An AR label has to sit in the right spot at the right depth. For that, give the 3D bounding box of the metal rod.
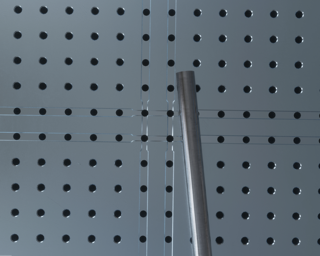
[{"bbox_3d":[0.048,0.075,0.413,0.025,0.025,0.298,-6,90,0],"label":"metal rod"}]
